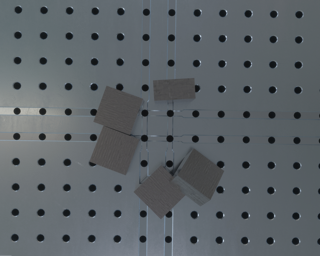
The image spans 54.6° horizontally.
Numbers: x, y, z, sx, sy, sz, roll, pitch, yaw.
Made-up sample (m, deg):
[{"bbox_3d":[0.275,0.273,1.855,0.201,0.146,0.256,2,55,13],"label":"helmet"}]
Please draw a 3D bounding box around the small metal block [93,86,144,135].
[{"bbox_3d":[-0.054,-0.023,0.413,0.050,0.025,0.050,20,90,0],"label":"small metal block"}]

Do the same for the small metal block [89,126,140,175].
[{"bbox_3d":[-0.059,0.029,0.413,0.050,0.025,0.050,21,90,0],"label":"small metal block"}]

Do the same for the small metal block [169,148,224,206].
[{"bbox_3d":[0.048,0.063,0.401,0.050,0.025,0.050,37,50,0],"label":"small metal block"}]

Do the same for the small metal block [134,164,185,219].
[{"bbox_3d":[0.001,0.083,0.413,0.050,0.025,0.050,-45,90,0],"label":"small metal block"}]

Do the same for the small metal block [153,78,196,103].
[{"bbox_3d":[0.018,-0.047,0.401,0.050,0.050,0.025,-3,90,0],"label":"small metal block"}]
